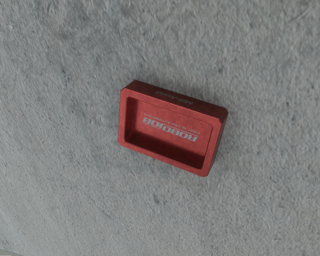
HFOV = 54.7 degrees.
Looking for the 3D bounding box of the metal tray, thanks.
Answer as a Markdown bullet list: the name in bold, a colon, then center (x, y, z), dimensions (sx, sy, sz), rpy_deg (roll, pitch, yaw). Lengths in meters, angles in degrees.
- **metal tray**: center (0.012, 0.000, 0.396), dimensions (0.130, 0.030, 0.089), rpy_deg (20, 126, 16)
